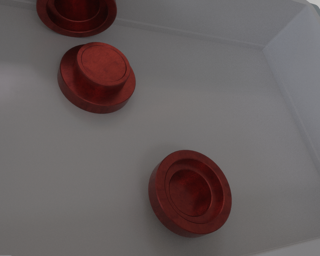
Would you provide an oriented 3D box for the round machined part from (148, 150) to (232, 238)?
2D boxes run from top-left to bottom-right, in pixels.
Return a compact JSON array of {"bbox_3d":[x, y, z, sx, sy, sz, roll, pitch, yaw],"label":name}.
[{"bbox_3d":[0.031,0.078,0.364,0.099,0.042,0.098,14,56,-21],"label":"round machined part"}]

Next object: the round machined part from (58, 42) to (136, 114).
[{"bbox_3d":[-0.077,-0.071,0.396,0.099,0.042,0.098,14,56,-21],"label":"round machined part"}]

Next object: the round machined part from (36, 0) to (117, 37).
[{"bbox_3d":[-0.107,-0.166,0.401,0.099,0.098,0.042,2,65,-27],"label":"round machined part"}]
